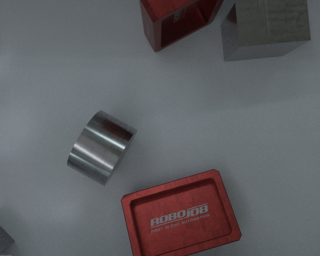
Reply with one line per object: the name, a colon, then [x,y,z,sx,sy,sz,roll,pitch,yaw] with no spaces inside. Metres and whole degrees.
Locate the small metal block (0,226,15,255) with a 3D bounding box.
small metal block: [-0.224,0.145,0.396,0.025,0.050,0.050,-43,91,0]

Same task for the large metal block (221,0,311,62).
large metal block: [0.126,-0.119,0.386,0.081,0.080,0.050,-6,90,-1]

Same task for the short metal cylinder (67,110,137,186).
short metal cylinder: [-0.070,0.025,0.383,0.050,0.080,0.080,30,90,0]

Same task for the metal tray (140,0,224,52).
metal tray: [0.026,-0.136,0.359,0.090,0.130,0.030,-28,90,0]

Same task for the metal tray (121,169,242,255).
metal tray: [0.025,0.114,0.393,0.131,0.030,0.090,-16,67,-1]
